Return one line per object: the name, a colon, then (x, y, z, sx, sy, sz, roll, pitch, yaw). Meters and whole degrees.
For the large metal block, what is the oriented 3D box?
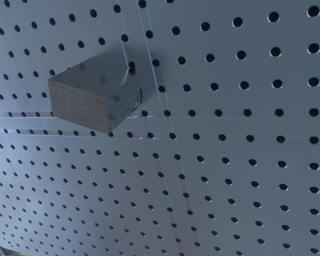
large metal block: (-0.079, -0.043, 0.391, 0.080, 0.080, 0.050, 17, 125, 18)
